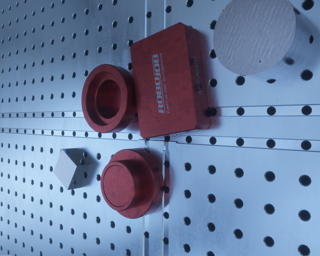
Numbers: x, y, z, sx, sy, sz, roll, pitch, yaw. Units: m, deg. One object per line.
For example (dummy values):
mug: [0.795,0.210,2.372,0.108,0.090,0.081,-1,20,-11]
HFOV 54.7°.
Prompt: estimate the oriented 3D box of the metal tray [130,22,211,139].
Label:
metal tray: [0.010,-0.056,0.396,0.090,0.030,0.129,-12,83,39]

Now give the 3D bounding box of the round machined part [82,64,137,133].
round machined part: [-0.067,-0.041,0.451,0.098,0.042,0.097,0,90,39]

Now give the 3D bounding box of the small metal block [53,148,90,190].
small metal block: [-0.153,0.070,0.533,0.050,0.025,0.050,39,113,33]

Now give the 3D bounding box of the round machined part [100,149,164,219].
round machined part: [-0.046,0.078,0.434,0.098,0.042,0.097,0,90,39]

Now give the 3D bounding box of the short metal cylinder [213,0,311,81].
short metal cylinder: [0.101,-0.090,0.309,0.080,0.050,0.079,0,90,39]
